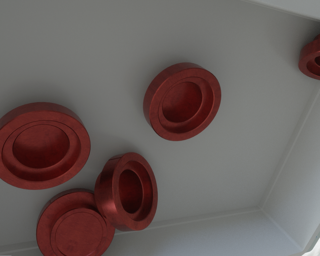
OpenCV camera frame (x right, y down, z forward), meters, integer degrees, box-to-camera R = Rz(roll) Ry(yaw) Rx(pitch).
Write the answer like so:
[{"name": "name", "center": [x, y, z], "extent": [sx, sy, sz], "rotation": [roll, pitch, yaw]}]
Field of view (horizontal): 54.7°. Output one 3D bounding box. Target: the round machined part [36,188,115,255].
[{"name": "round machined part", "center": [-0.105, 0.129, 0.394], "extent": [0.099, 0.042, 0.097], "rotation": [-1, 91, -21]}]

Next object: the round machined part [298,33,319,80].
[{"name": "round machined part", "center": [0.254, -0.106, 0.444], "extent": [0.099, 0.098, 0.042], "rotation": [24, 75, -37]}]

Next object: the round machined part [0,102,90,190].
[{"name": "round machined part", "center": [-0.130, 0.016, 0.336], "extent": [0.099, 0.042, 0.097], "rotation": [-14, 124, -21]}]

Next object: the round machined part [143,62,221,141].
[{"name": "round machined part", "center": [0.024, -0.036, 0.389], "extent": [0.099, 0.042, 0.097], "rotation": [-14, 124, -21]}]

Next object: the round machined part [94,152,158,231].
[{"name": "round machined part", "center": [-0.046, 0.082, 0.400], "extent": [0.042, 0.098, 0.098], "rotation": [-14, 136, 28]}]
